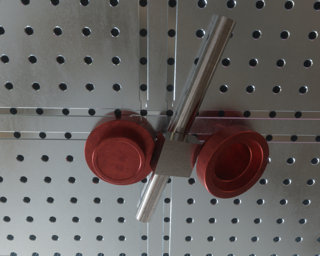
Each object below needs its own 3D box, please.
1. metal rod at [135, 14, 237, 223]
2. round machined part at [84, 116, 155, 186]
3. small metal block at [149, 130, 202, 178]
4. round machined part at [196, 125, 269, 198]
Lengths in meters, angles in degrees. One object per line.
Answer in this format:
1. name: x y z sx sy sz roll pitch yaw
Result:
1. metal rod: 0.027 0.002 0.413 0.025 0.025 0.298 19 109 -7
2. round machined part: -0.053 0.036 0.417 0.099 0.042 0.097 0 110 0
3. small metal block: 0.019 0.034 0.398 0.050 0.025 0.050 9 112 -21
4. round machined part: 0.090 0.040 0.407 0.099 0.042 0.097 -11 117 -21
